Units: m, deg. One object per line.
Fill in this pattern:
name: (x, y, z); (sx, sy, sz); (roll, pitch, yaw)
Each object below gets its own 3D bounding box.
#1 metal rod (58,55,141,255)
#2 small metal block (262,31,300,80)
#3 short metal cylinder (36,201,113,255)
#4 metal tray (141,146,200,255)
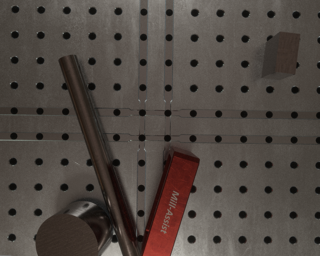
metal rod: (-0.076, 0.049, 0.412); (0.025, 0.025, 0.298); (-18, 90, 0)
small metal block: (0.156, -0.092, 0.403); (0.025, 0.050, 0.050); (7, 90, 0)
short metal cylinder: (-0.106, 0.139, 0.392); (0.080, 0.050, 0.079); (1, 94, 11)
metal tray: (0.011, 0.091, 0.381); (0.030, 0.090, 0.129); (17, 90, 0)
